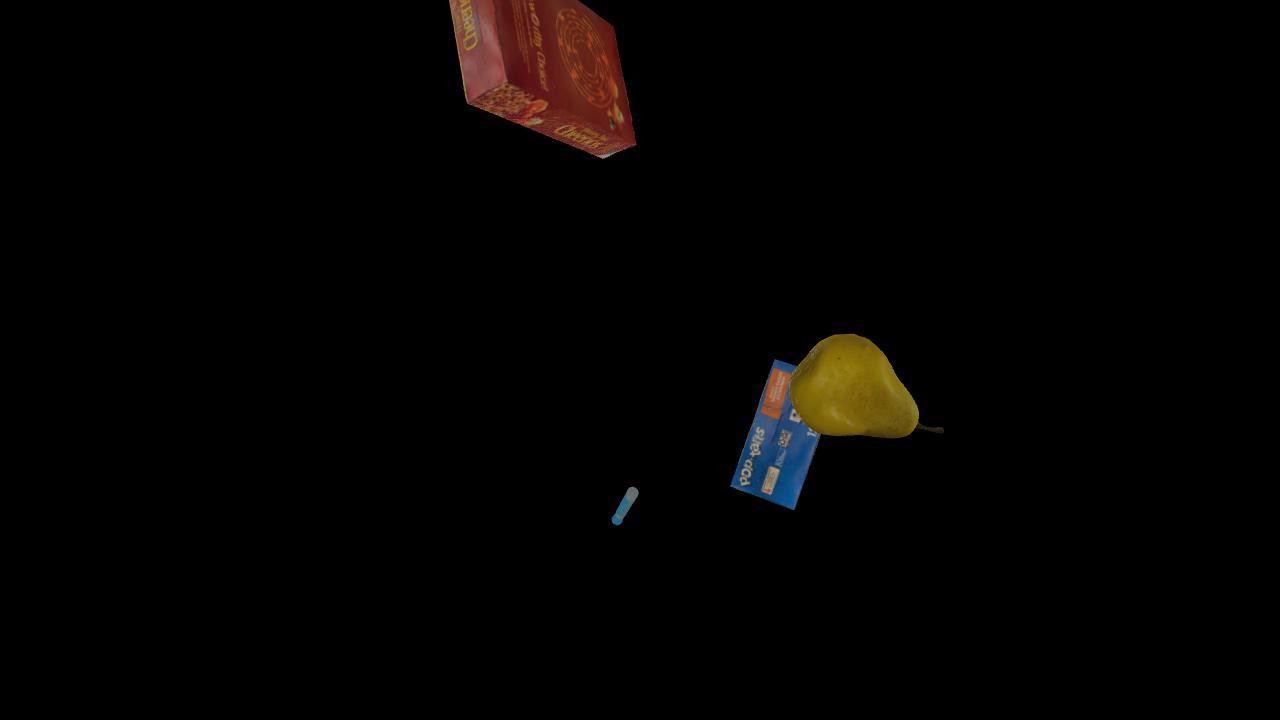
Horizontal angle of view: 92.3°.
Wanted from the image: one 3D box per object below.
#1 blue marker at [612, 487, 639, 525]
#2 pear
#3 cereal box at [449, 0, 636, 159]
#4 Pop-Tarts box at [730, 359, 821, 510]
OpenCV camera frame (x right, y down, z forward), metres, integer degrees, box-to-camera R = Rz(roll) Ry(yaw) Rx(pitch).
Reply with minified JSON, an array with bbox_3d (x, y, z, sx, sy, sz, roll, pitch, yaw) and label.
[{"bbox_3d":[-0.026,0.243,1.013,0.020,0.020,0.121,0,-36,-18],"label":"blue marker"},{"bbox_3d":[0.171,0.033,0.468,0.111,0.080,0.080,37,0,0],"label":"pear"},{"bbox_3d":[-0.127,-0.424,0.872,0.081,0.203,0.306,-12,-3,30],"label":"cereal box"},{"bbox_3d":[0.188,0.098,0.796,0.083,0.167,0.141,19,-4,18],"label":"Pop-Tarts box"}]
